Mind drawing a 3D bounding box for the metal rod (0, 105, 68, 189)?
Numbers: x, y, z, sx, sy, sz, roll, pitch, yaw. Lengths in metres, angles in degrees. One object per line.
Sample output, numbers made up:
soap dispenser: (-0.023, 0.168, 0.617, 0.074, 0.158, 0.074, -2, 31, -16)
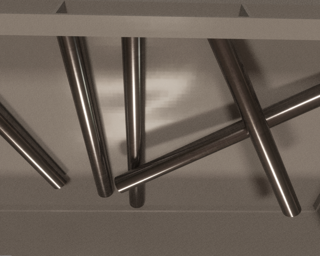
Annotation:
metal rod: (-0.211, -0.021, 0.388, 0.025, 0.025, 0.299, -18, 128, 14)

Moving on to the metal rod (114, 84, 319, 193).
metal rod: (0.075, 0.018, 0.406, 0.301, 0.025, 0.025, -25, 126, 12)

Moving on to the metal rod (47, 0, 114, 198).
metal rod: (-0.091, -0.012, 0.397, 0.025, 0.025, 0.298, -2, 130, 1)

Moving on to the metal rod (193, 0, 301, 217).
metal rod: (0.113, -0.006, 0.365, 0.025, 0.025, 0.299, -22, 115, 17)

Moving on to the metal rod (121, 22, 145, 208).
metal rod: (-0.033, 0.009, 0.416, 0.025, 0.025, 0.298, 1, 130, -2)
